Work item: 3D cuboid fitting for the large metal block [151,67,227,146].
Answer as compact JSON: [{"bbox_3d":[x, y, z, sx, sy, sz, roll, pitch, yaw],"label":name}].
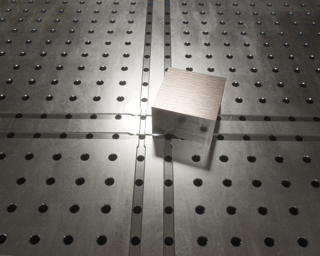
[{"bbox_3d":[0.039,-0.031,0.418,0.080,0.050,0.080,13,51,10],"label":"large metal block"}]
